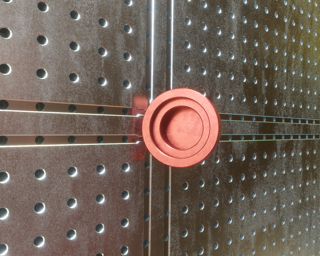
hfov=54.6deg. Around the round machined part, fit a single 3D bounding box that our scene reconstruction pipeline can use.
[{"bbox_3d":[0.030,0.001,0.398,0.042,0.098,0.098,8,84,-71],"label":"round machined part"}]
